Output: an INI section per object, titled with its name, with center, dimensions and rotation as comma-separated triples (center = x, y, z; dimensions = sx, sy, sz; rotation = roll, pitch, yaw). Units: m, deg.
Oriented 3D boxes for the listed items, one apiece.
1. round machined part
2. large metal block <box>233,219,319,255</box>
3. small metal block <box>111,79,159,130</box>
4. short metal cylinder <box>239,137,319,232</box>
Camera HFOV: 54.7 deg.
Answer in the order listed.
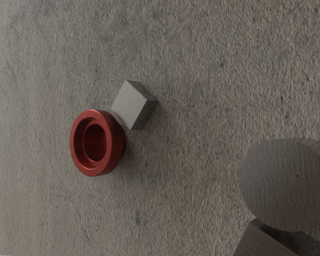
[round machined part]
center = -0.089, 0.022, 0.465
dimensions = 0.098, 0.042, 0.097
rotation = 0, 90, 39
[large metal block]
center = 0.114, 0.140, 0.294
dimensions = 0.080, 0.050, 0.079
rotation = 31, 109, 35
[small metal block]
center = -0.036, -0.032, 0.432
dimensions = 0.050, 0.025, 0.050
rotation = 45, 117, 30
[short metal cylinder]
center = 0.122, 0.049, 0.287
dimensions = 0.080, 0.050, 0.079
rotation = 0, 90, 39
